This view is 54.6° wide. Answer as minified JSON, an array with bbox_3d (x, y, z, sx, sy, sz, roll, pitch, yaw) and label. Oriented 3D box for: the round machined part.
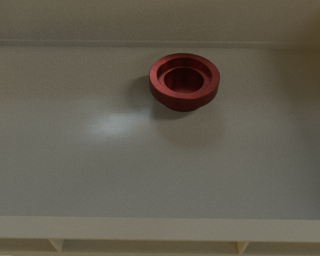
[{"bbox_3d":[0.034,-0.061,0.446,0.099,0.042,0.098,0,50,0],"label":"round machined part"}]
